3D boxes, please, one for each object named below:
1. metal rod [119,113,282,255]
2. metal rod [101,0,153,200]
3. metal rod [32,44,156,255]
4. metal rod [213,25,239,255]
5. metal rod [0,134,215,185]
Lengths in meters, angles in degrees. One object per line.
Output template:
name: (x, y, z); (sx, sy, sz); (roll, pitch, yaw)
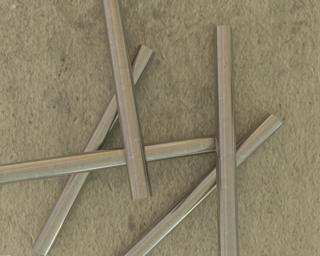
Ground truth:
metal rod: (0.044, 0.092, 0.410); (0.300, 0.025, 0.025); (-44, 91, -1)
metal rod: (-0.046, -0.064, 0.384); (0.025, 0.025, 0.298); (-10, 80, 0)
metal rod: (-0.087, 0.028, 0.408); (0.025, 0.025, 0.299); (28, 90, -1)
metal rod: (0.083, 0.017, 0.390); (0.025, 0.025, 0.298); (0, 82, -1)
metal rod: (-0.074, 0.040, 0.385); (0.302, 0.025, 0.025); (-8, 90, -10)
